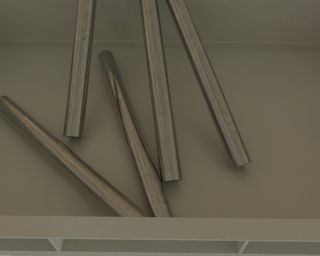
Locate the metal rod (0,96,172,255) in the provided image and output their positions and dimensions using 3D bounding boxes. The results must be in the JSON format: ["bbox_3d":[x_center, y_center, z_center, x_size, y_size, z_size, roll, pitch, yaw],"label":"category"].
[{"bbox_3d":[-0.108,0.038,0.362,0.300,0.025,0.025,33,57,28],"label":"metal rod"}]

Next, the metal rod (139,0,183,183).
[{"bbox_3d":[-0.004,-0.081,0.397,0.025,0.025,0.299,-6,74,-5],"label":"metal rod"}]

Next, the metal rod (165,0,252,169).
[{"bbox_3d":[0.050,-0.092,0.405,0.025,0.025,0.299,-16,76,-13],"label":"metal rod"}]

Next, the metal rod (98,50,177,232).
[{"bbox_3d":[-0.041,-0.006,0.409,0.025,0.025,0.300,-14,51,-12],"label":"metal rod"}]

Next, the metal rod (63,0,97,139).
[{"bbox_3d":[-0.103,-0.135,0.423,0.025,0.025,0.299,3,80,2],"label":"metal rod"}]
